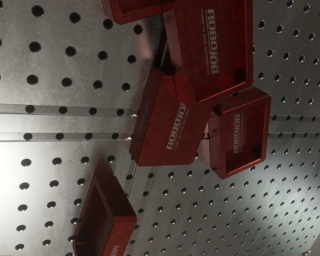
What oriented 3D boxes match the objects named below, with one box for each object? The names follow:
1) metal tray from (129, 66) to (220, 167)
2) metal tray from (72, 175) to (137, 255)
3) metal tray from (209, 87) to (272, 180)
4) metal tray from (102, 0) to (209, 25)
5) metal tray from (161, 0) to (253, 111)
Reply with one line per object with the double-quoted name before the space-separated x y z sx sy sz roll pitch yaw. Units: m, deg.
"metal tray" 0.019 -0.011 0.413 0.091 0.030 0.129 2 118 -30
"metal tray" -0.079 0.140 0.413 0.030 0.090 0.129 8 115 -32
"metal tray" 0.124 0.011 0.484 0.091 0.030 0.129 -21 127 -17
"metal tray" 0.002 -0.165 0.307 0.131 0.030 0.089 -22 127 -16
"metal tray" 0.057 -0.093 0.343 0.091 0.030 0.129 -24 127 -14
